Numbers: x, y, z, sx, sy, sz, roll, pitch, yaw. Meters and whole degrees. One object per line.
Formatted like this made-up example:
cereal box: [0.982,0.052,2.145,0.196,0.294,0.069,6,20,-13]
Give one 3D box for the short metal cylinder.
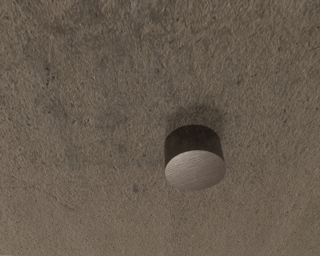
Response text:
short metal cylinder: [0.047,0.042,0.427,0.081,0.050,0.079,0,130,0]
